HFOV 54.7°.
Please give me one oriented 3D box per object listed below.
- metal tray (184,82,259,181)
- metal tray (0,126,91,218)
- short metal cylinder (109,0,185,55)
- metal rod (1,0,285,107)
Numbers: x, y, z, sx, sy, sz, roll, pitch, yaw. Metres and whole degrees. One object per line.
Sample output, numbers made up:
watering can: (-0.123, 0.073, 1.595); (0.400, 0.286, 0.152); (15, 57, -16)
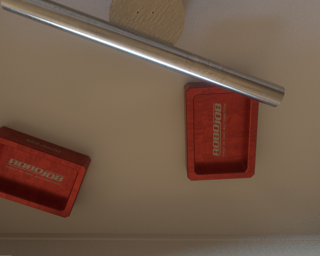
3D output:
metal tray: (0.079, 0.004, 0.411); (0.091, 0.030, 0.129); (-3, 110, 0)
metal tray: (-0.173, 0.062, 0.429); (0.131, 0.030, 0.089); (21, 109, -8)
short metal cylinder: (-0.014, -0.125, 0.352); (0.081, 0.050, 0.079); (0, 110, -1)
metal rod: (-0.009, -0.082, 0.327); (0.302, 0.025, 0.025); (18, 109, -8)
